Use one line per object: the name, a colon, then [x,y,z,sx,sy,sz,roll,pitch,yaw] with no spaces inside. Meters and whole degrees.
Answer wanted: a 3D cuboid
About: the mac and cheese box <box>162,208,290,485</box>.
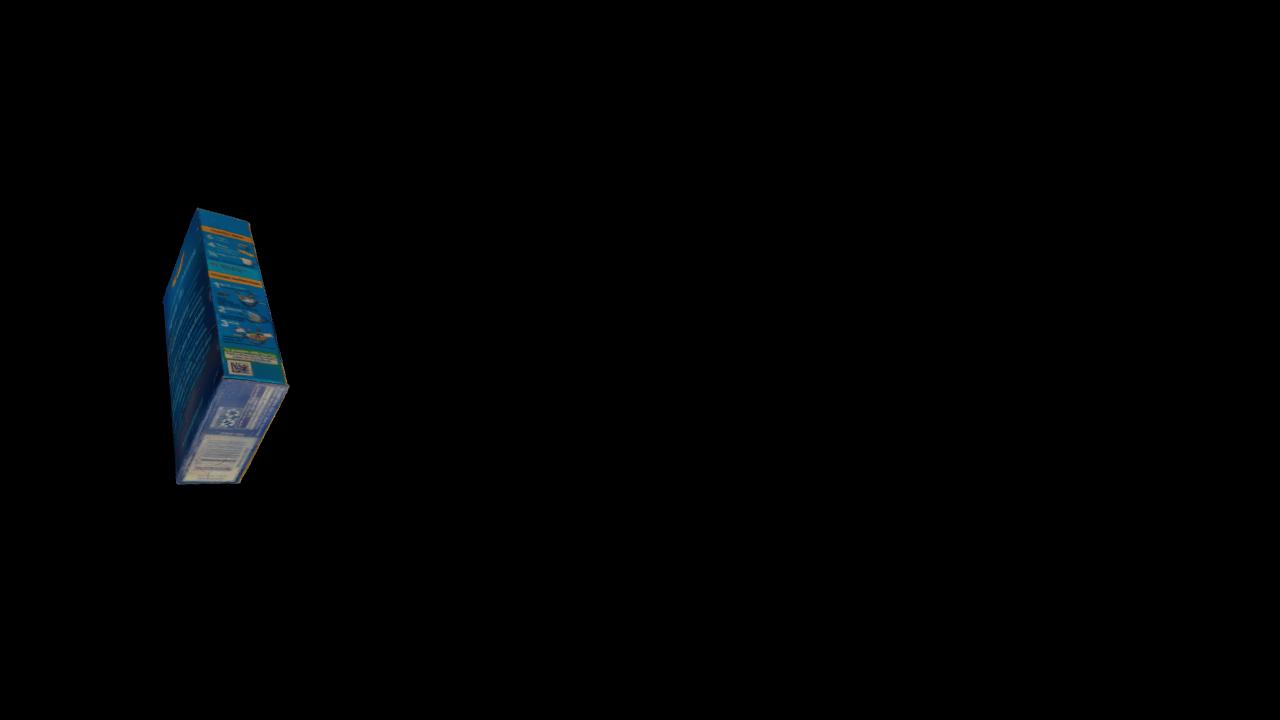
mac and cheese box: [-0.288,-0.015,0.419,0.041,0.093,0.184,11,34,-46]
